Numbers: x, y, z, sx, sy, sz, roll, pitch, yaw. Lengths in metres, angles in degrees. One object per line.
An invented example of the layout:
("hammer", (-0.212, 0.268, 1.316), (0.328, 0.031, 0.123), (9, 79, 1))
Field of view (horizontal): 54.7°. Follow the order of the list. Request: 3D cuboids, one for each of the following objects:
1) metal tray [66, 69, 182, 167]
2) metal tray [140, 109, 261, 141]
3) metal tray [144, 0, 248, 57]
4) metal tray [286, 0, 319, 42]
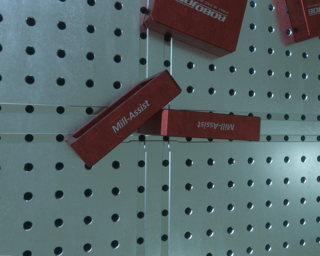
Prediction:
("metal tray", (-0.046, -0.013, 0.361), (0.130, 0.090, 0.030), (-40, 103, -16))
("metal tray", (0.049, -0.003, 0.397), (0.131, 0.090, 0.030), (4, 89, -20))
("metal tray", (0.052, -0.164, 0.430), (0.131, 0.030, 0.090), (16, 85, -20))
("metal tray", (0.275, -0.201, 0.513), (0.131, 0.030, 0.089), (-18, 96, -20))
